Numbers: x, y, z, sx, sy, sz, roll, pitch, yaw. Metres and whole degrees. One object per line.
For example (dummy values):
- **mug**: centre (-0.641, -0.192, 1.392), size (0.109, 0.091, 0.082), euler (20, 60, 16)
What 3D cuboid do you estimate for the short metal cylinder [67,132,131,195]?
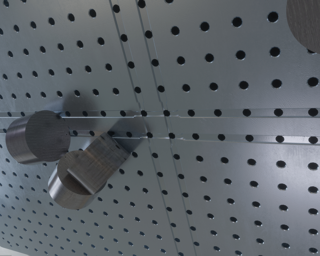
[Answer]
- **short metal cylinder**: centre (-0.089, 0.051, 0.454), size (0.050, 0.080, 0.080), euler (43, 129, -2)

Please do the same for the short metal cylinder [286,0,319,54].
- **short metal cylinder**: centre (0.148, -0.105, 0.252), size (0.080, 0.050, 0.079), euler (13, 124, 21)

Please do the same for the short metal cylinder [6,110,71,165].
- **short metal cylinder**: centre (-0.189, 0.016, 0.486), size (0.050, 0.080, 0.080), euler (-12, 112, 33)

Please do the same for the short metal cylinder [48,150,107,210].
- **short metal cylinder**: centre (-0.131, 0.083, 0.496), size (0.080, 0.080, 0.050), euler (40, 129, 1)
